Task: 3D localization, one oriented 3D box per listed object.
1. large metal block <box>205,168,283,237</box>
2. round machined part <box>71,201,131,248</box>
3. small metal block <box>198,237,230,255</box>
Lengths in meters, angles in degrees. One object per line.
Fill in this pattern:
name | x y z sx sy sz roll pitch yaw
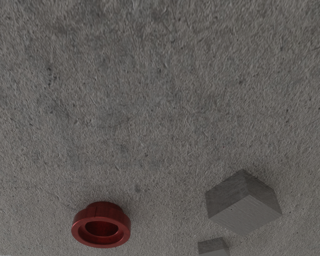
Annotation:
large metal block | 0.132 0.121 0.495 0.080 0.050 0.080 33 123 -25
round machined part | -0.099 0.163 0.534 0.099 0.042 0.097 0 130 0
small metal block | 0.109 0.247 0.618 0.050 0.025 0.050 -20 128 16
